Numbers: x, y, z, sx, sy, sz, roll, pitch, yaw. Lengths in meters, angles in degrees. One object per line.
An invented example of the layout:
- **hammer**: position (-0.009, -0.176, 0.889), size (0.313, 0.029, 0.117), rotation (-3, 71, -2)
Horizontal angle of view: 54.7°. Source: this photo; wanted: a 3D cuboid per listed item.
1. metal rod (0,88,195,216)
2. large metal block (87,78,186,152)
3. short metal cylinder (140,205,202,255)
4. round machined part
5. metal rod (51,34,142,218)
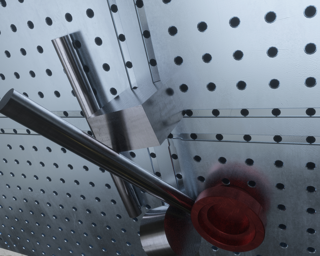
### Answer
- **metal rod**: position (-0.045, 0.047, 0.370), size (0.025, 0.025, 0.301), rotation (-20, 138, 35)
- **large metal block**: position (-0.026, -0.015, 0.379), size (0.080, 0.080, 0.050), rotation (-11, 113, 32)
- **short metal cylinder**: position (0.017, 0.155, 0.461), size (0.050, 0.080, 0.080), rotation (-28, 103, 37)
- **round machined part**: position (0.095, 0.118, 0.422), size (0.098, 0.042, 0.097), rotation (13, 124, 20)
- **metal rod**: position (-0.086, 0.012, 0.461), size (0.025, 0.025, 0.298), rotation (-5, 116, 30)
